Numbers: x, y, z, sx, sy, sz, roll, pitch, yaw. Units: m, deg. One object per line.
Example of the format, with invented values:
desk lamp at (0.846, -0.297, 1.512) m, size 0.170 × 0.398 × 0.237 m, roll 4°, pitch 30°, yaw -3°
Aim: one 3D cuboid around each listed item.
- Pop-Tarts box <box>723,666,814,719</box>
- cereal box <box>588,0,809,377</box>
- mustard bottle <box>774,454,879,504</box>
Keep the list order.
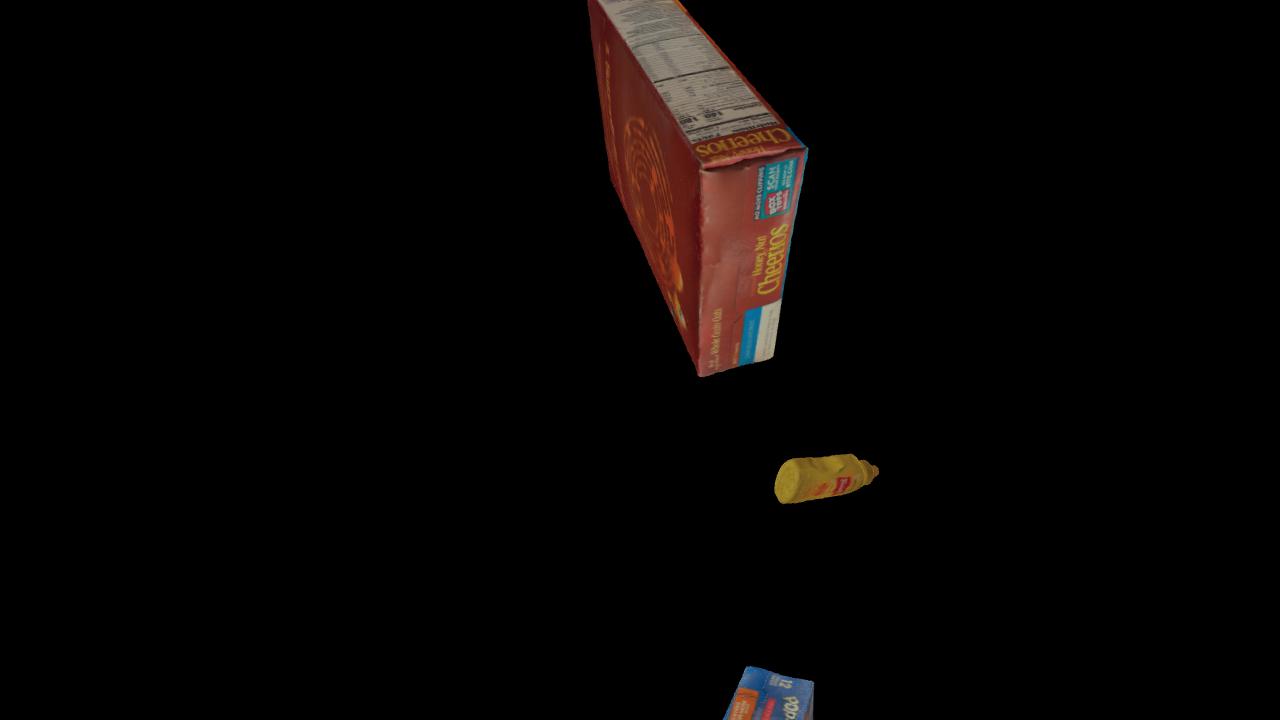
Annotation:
Pop-Tarts box at (0.128, 0.434, 0.637) m, size 0.083 × 0.141 × 0.167 m, roll 2°, pitch 5°, yaw 23°
cereal box at (0.035, -0.164, 0.533) m, size 0.081 × 0.306 × 0.203 m, roll -16°, pitch -40°, yaw -7°
mustard bottle at (0.321, 0.194, 1.028) m, size 0.184 × 0.092 × 0.054 m, roll -2°, pitch 36°, yaw -20°
